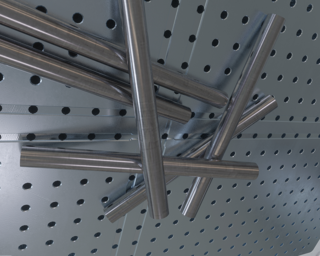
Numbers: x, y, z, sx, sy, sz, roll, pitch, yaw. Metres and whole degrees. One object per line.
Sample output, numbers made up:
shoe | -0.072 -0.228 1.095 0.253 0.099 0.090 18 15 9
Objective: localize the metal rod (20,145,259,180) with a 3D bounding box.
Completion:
metal rod | -0.011 0.046 0.392 0.302 0.025 0.025 6 116 -17

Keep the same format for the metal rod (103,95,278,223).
metal rod | 0.049 0.043 0.463 0.301 0.025 0.025 -34 129 -6

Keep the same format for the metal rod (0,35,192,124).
metal rod | -0.084 -0.053 0.331 0.302 0.025 0.025 17 109 -35

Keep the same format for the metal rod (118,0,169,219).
metal rod | -0.017 -0.034 0.336 0.025 0.025 0.298 -14 111 -20

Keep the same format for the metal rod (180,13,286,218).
metal rod | 0.097 -0.009 0.433 0.025 0.025 0.298 15 103 -34

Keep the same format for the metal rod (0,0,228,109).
metal rod | -0.033 -0.073 0.346 0.302 0.025 0.025 16 110 -35
